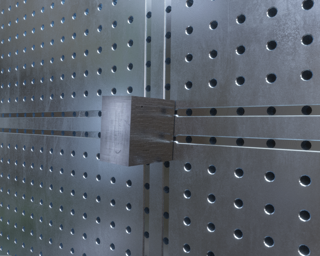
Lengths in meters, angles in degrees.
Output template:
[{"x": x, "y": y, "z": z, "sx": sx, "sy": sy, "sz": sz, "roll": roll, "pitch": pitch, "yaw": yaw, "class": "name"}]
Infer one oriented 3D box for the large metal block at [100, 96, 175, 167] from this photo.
[{"x": -0.027, "y": 0.002, "z": 0.393, "sx": 0.050, "sy": 0.081, "sz": 0.079, "roll": 5, "pitch": 93, "yaw": 39, "class": "large metal block"}]
